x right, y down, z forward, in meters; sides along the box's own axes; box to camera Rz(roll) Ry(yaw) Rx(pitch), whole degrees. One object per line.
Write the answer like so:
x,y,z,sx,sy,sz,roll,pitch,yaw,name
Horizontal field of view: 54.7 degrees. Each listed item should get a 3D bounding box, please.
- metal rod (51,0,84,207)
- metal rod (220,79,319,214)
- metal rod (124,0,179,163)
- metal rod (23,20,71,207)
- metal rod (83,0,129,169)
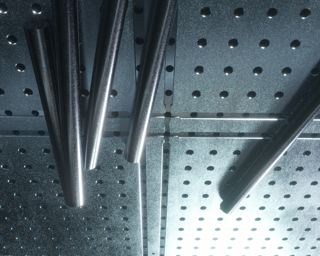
-0.110,-0.010,0.384,0.025,0.025,0.298,5,125,-5,metal rod
0.164,0.030,0.439,0.025,0.025,0.298,15,129,-13,metal rod
-0.009,-0.070,0.351,0.025,0.025,0.298,9,130,-8,metal rod
-0.135,0.007,0.415,0.025,0.025,0.298,2,130,-2,metal rod
-0.066,-0.059,0.360,0.025,0.025,0.298,11,129,-10,metal rod
